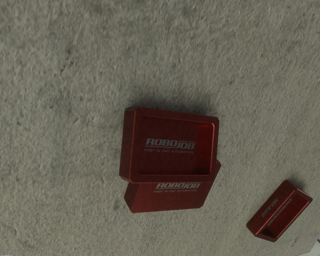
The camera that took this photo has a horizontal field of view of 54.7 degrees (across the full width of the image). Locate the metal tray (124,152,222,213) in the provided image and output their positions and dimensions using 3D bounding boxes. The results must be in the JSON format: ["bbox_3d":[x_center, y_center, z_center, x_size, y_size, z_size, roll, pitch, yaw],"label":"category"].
[{"bbox_3d":[0.020,0.080,0.466,0.131,0.030,0.089,5,116,-31],"label":"metal tray"}]

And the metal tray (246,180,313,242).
[{"bbox_3d":[0.254,0.179,0.657,0.090,0.030,0.130,29,102,-38],"label":"metal tray"}]

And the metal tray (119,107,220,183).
[{"bbox_3d":[0.016,0.024,0.404,0.131,0.030,0.089,6,88,-31],"label":"metal tray"}]
